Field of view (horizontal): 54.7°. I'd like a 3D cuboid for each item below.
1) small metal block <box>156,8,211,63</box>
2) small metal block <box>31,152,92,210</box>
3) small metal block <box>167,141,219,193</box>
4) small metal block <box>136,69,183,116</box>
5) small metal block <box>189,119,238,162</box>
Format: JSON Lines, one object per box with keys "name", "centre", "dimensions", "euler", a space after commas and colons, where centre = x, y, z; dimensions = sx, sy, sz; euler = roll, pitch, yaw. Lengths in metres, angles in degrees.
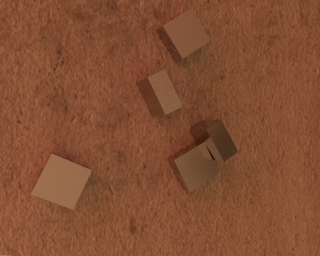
{"name": "small metal block", "centre": [0.032, -0.125, 0.422], "dimensions": [0.050, 0.025, 0.050], "euler": [-36, 102, -17]}
{"name": "small metal block", "centre": [-0.116, 0.062, 0.367], "dimensions": [0.050, 0.025, 0.050], "euler": [27, 81, -18]}
{"name": "small metal block", "centre": [0.046, 0.052, 0.427], "dimensions": [0.050, 0.025, 0.050], "euler": [-29, 100, -18]}
{"name": "small metal block", "centre": [-0.002, -0.044, 0.396], "dimensions": [0.025, 0.050, 0.050], "euler": [-29, 100, -18]}
{"name": "small metal block", "centre": [0.072, 0.016, 0.424], "dimensions": [0.025, 0.050, 0.050], "euler": [-33, 101, -17]}
